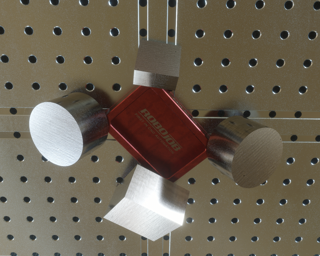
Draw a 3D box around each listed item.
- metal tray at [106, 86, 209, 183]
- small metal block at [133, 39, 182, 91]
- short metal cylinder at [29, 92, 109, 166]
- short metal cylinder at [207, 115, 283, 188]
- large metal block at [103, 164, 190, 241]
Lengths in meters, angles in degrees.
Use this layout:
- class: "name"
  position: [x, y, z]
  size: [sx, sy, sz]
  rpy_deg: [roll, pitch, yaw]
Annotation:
- class: "metal tray"
  position: [-0.001, 0.006, 0.412]
  size: [0.090, 0.030, 0.130]
  rpy_deg: [-40, 106, 13]
- class: "small metal block"
  position: [-0.003, -0.075, 0.369]
  size: [0.050, 0.050, 0.025]
  rpy_deg: [9, 148, -3]
- class: "short metal cylinder"
  position: [-0.112, 0.000, 0.383]
  size: [0.080, 0.050, 0.079]
  rpy_deg: [9, 113, 24]
- class: "short metal cylinder"
  position: [0.108, 0.029, 0.395]
  size: [0.081, 0.050, 0.079]
  rpy_deg: [-10, 113, -25]
- class: "large metal block"
  position: [-0.019, 0.104, 0.420]
  size: [0.080, 0.050, 0.080]
  rpy_deg: [29, 138, -11]
